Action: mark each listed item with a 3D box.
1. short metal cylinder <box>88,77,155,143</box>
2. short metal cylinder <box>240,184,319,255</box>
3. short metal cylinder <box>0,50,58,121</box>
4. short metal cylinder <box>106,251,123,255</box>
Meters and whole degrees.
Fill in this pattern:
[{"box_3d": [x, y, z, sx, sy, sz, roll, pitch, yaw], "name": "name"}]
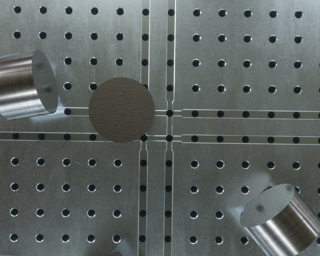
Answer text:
[{"box_3d": [-0.046, -0.022, 0.400, 0.081, 0.050, 0.079, 0, 90, 0], "name": "short metal cylinder"}, {"box_3d": [0.148, 0.115, 0.387, 0.080, 0.080, 0.050, -39, 90, 0], "name": "short metal cylinder"}, {"box_3d": [-0.166, -0.053, 0.384, 0.050, 0.080, 0.080, -10, 90, 0], "name": "short metal cylinder"}, {"box_3d": [-0.068, 0.202, 0.385, 0.080, 0.080, 0.050, -34, 90, 0], "name": "short metal cylinder"}]
